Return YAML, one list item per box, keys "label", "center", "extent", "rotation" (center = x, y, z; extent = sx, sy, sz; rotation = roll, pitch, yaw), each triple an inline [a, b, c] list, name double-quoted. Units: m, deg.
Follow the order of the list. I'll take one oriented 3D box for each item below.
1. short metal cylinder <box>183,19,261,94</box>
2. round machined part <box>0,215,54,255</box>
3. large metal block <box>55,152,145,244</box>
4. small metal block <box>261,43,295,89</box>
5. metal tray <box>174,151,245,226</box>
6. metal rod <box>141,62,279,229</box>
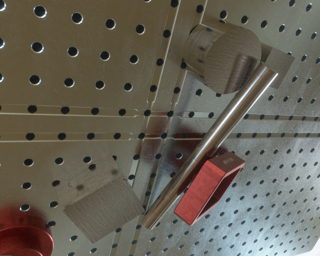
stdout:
- label: "short metal cylinder"
  center: [0.076, -0.088, 0.382]
  extent: [0.081, 0.050, 0.079]
  rotation: [-14, 124, -21]
- label: "round machined part"
  center: [-0.188, 0.164, 0.399]
  extent: [0.099, 0.042, 0.097]
  rotation: [-14, 124, -21]
- label: "large metal block"
  center: [-0.077, 0.093, 0.410]
  extent: [0.080, 0.050, 0.080]
  rotation: [-30, 129, -9]
- label: "small metal block"
  center: [0.156, -0.088, 0.442]
  extent: [0.050, 0.025, 0.050]
  rotation: [10, 113, -33]
- label: "metal tray"
  center: [0.078, 0.085, 0.463]
  extent: [0.090, 0.030, 0.131]
  rotation: [-60, 158, 15]
- label: "metal rod"
  center: [0.055, 0.040, 0.429]
  extent: [0.025, 0.025, 0.298]
  rotation: [14, 123, -34]
